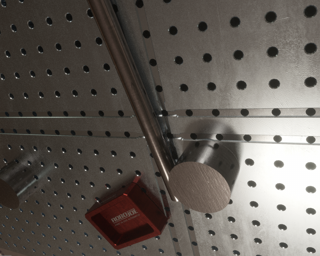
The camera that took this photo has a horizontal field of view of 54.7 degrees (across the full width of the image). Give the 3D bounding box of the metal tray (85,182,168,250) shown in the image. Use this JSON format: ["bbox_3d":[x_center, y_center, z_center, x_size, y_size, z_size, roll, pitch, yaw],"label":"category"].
[{"bbox_3d":[-0.061,0.155,0.533,0.130,0.030,0.090,-35,99,38],"label":"metal tray"}]

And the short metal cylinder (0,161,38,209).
[{"bbox_3d":[-0.292,0.113,0.616,0.080,0.050,0.079,13,124,20],"label":"short metal cylinder"}]

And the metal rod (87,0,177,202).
[{"bbox_3d":[-0.024,-0.029,0.404,0.025,0.025,0.299,-8,115,31],"label":"metal rod"}]

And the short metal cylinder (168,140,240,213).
[{"bbox_3d":[0.058,0.063,0.402,0.080,0.050,0.079,13,124,20],"label":"short metal cylinder"}]
